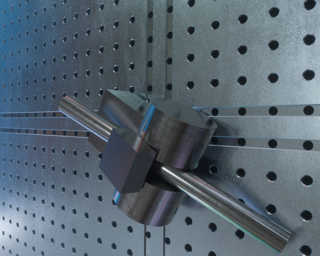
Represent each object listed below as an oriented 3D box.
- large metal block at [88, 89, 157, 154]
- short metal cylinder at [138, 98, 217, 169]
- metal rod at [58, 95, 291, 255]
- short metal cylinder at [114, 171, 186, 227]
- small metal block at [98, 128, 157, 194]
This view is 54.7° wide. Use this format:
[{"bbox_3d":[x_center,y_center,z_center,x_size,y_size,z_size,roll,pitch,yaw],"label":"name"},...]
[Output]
[{"bbox_3d":[-0.044,0.002,0.422,0.080,0.050,0.079,36,112,34],"label":"large metal block"},{"bbox_3d":[0.018,0.004,0.355,0.080,0.081,0.050,35,111,34],"label":"short metal cylinder"},{"bbox_3d":[0.000,0.041,0.353,0.300,0.025,0.025,31,110,19],"label":"metal rod"},{"bbox_3d":[-0.010,0.072,0.376,0.080,0.081,0.050,37,113,34],"label":"short metal cylinder"},{"bbox_3d":[-0.036,0.034,0.332,0.050,0.025,0.050,40,115,42],"label":"small metal block"}]
